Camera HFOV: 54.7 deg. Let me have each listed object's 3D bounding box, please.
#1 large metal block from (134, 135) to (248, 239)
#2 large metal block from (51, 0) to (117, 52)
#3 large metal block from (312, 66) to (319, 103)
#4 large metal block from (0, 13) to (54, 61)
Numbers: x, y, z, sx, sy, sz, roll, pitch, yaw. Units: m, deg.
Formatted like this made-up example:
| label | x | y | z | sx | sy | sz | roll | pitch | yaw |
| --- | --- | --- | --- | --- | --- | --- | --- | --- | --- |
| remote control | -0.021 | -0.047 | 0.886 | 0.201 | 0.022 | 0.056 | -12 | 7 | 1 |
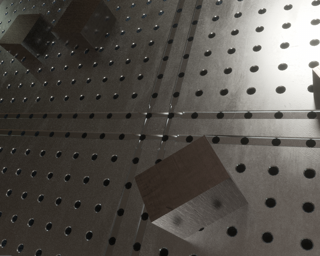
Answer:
| label | x | y | z | sx | sy | sz | roll | pitch | yaw |
| --- | --- | --- | --- | --- | --- | --- | --- | --- | --- |
| large metal block | 0.034 | 0.064 | 0.315 | 0.080 | 0.080 | 0.050 | -32 | 52 | 7 |
| large metal block | -0.143 | -0.193 | 0.583 | 0.080 | 0.050 | 0.080 | 13 | 68 | 33 |
| large metal block | 0.211 | -0.037 | 0.304 | 0.080 | 0.050 | 0.080 | -28 | 52 | 10 |
| large metal block | -0.276 | -0.191 | 0.651 | 0.080 | 0.050 | 0.080 | 11 | 67 | 32 |
